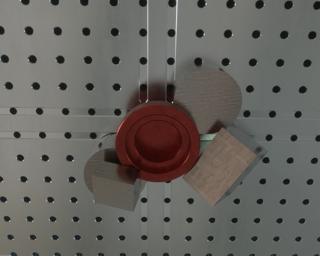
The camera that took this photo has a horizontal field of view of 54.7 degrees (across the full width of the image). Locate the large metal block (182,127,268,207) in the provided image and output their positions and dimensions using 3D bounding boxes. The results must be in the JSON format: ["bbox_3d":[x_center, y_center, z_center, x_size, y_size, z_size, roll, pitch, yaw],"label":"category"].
[{"bbox_3d":[0.085,0.046,0.395,0.050,0.080,0.080,43,108,21],"label":"large metal block"}]

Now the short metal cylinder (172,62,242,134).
[{"bbox_3d":[0.056,-0.038,0.386,0.081,0.050,0.079,0,110,0],"label":"short metal cylinder"}]

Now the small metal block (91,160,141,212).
[{"bbox_3d":[-0.052,0.070,0.372,0.050,0.025,0.050,12,130,8],"label":"small metal block"}]

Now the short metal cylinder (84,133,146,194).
[{"bbox_3d":[-0.057,0.053,0.419,0.081,0.050,0.079,0,110,0],"label":"short metal cylinder"}]

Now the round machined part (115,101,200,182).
[{"bbox_3d":[-0.002,0.013,0.378,0.099,0.042,0.097,0,110,0],"label":"round machined part"}]
